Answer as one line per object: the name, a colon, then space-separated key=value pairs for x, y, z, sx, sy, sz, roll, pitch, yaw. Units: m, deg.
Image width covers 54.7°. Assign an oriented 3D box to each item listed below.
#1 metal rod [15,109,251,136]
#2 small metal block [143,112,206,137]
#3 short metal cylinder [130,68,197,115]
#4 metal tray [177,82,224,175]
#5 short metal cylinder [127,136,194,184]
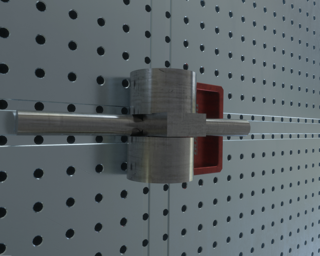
metal rod: x=-0.007 y=-0.003 z=0.373 sx=0.303 sy=0.025 sz=0.025 roll=1 pitch=89 yaw=-31
small metal block: x=0.015 y=-0.004 z=0.344 sx=0.050 sy=0.050 sz=0.025 roll=1 pitch=90 yaw=-32
short metal cylinder: x=0.004 y=-0.040 z=0.374 sx=0.081 sy=0.080 sz=0.050 roll=1 pitch=90 yaw=-40
metal tray: x=0.051 y=0.001 z=0.448 sx=0.091 sy=0.030 sz=0.129 roll=1 pitch=89 yaw=-40
short metal cylinder: x=0.001 y=0.035 z=0.373 sx=0.081 sy=0.080 sz=0.050 roll=2 pitch=89 yaw=-40
